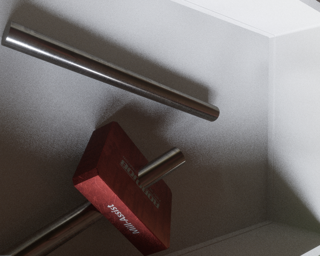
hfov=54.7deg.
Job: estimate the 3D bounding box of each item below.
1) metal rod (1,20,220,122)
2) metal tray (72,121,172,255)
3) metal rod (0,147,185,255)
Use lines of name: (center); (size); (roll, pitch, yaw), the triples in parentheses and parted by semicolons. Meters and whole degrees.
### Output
metal rod: (-0.030, -0.055, 0.382); (0.302, 0.025, 0.025); (17, 80, -39)
metal tray: (-0.033, 0.067, 0.346); (0.130, 0.030, 0.090); (54, 22, -26)
metal rod: (-0.093, 0.098, 0.308); (0.302, 0.025, 0.025); (-29, 109, -29)
